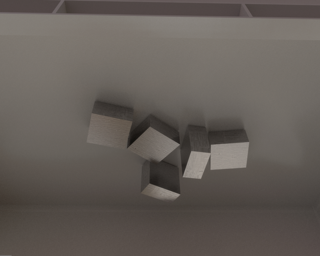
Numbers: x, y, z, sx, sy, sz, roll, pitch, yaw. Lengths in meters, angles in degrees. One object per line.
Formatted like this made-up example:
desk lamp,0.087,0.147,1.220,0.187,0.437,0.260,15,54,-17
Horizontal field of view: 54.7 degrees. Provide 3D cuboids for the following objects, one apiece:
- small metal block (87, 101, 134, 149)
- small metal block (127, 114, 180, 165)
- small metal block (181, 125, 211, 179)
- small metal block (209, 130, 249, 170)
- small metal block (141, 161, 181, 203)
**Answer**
small metal block,-0.065,-0.003,0.403,0.050,0.025,0.050,12,129,-10
small metal block,-0.009,0.017,0.420,0.050,0.025,0.050,31,123,-24
small metal block,0.047,0.032,0.419,0.025,0.050,0.050,7,130,-7
small metal block,0.095,0.031,0.434,0.050,0.025,0.050,-4,130,3
small metal block,0.001,0.076,0.455,0.050,0.050,0.025,24,127,-20
